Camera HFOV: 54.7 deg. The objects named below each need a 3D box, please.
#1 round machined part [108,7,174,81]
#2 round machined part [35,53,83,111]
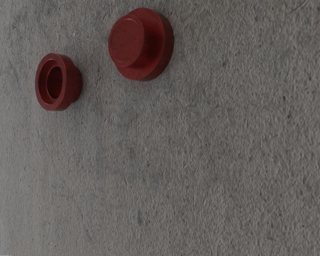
[{"bbox_3d":[-0.032,-0.114,0.421,0.098,0.042,0.097,0,90,40],"label":"round machined part"},{"bbox_3d":[-0.171,-0.078,0.536,0.098,0.042,0.097,0,90,40],"label":"round machined part"}]
